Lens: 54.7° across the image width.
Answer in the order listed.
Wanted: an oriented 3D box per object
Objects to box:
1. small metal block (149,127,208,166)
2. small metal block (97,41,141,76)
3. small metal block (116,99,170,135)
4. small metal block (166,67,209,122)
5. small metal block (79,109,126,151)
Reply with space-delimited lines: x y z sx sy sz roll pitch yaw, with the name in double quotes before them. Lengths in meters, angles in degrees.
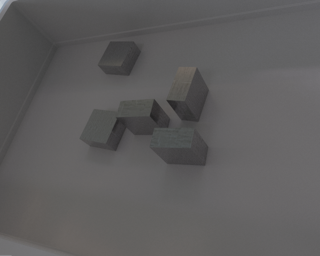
"small metal block" 0.023 0.022 0.364 0.050 0.050 0.025 -1 62 28
"small metal block" -0.067 -0.115 0.512 0.050 0.025 0.050 10 67 32
"small metal block" -0.022 -0.013 0.409 0.050 0.050 0.025 -1 62 28
"small metal block" 0.037 -0.043 0.397 0.025 0.050 0.050 7 65 31
"small metal block" -0.080 0.002 0.447 0.050 0.025 0.050 8 66 31
